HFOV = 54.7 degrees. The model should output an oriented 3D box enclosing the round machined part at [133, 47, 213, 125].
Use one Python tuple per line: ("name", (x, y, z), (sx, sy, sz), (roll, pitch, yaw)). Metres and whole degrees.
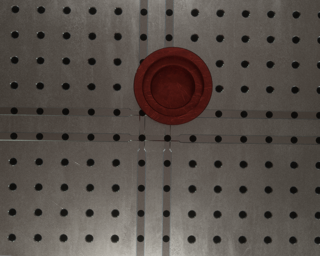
("round machined part", (0.016, -0.052, 0.405), (0.099, 0.042, 0.097), (0, 90, -1))
